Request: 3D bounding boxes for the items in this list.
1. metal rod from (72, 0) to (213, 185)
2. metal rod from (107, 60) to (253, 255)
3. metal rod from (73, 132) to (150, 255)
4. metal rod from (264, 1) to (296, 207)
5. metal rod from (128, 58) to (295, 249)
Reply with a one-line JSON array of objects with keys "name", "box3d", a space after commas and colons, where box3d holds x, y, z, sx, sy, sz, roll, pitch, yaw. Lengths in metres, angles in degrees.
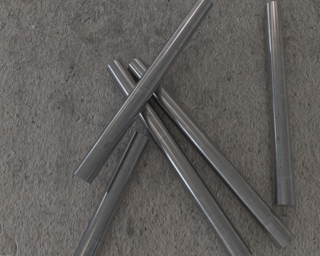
[{"name": "metal rod", "box3d": [-0.012, -0.061, 0.402, 0.025, 0.025, 0.300, 30, 72, 10]}, {"name": "metal rod", "box3d": [0.016, 0.031, 0.396, 0.025, 0.025, 0.299, -31, 73, -11]}, {"name": "metal rod", "box3d": [-0.083, 0.141, 0.355, 0.025, 0.025, 0.300, 22, 71, 7]}, {"name": "metal rod", "box3d": [0.162, -0.046, 0.425, 0.025, 0.025, 0.299, 4, 70, 1]}, {"name": "metal rod", "box3d": [0.055, 0.021, 0.400, 0.025, 0.025, 0.300, -36, 74, -12]}]
